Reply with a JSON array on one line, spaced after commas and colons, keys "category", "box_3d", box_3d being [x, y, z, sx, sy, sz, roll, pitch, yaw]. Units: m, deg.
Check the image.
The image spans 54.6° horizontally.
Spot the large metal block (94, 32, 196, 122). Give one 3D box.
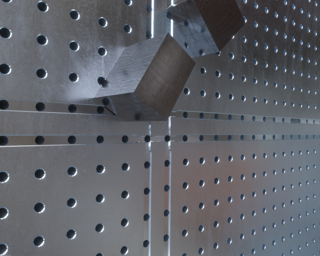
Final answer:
[{"category": "large metal block", "box_3d": [-0.018, -0.055, 0.357, 0.050, 0.080, 0.080, 41, 65, -33]}]

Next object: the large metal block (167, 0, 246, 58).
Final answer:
[{"category": "large metal block", "box_3d": [0.069, -0.162, 0.449, 0.080, 0.050, 0.080, -49, 119, -29]}]
